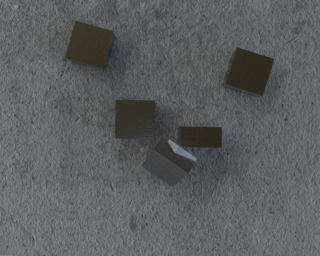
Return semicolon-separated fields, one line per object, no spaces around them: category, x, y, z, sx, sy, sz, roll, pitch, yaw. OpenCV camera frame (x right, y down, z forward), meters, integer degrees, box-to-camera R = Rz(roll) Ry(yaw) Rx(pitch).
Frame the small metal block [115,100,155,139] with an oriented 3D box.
small metal block;-0.032;-0.011;0.410;0.050;0.025;0.050;1;90;0

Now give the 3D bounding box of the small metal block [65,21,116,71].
small metal block;-0.091;-0.107;0.409;0.050;0.025;0.050;15;90;0

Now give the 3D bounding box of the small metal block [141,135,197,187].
small metal block;0.011;0.044;0.395;0.050;0.050;0.025;35;53;0

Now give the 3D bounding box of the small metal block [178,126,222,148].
small metal block;0.049;0.011;0.398;0.050;0.050;0.025;1;90;0

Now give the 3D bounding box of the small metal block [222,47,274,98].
small metal block;0.116;-0.073;0.411;0.050;0.025;0.050;17;90;0
